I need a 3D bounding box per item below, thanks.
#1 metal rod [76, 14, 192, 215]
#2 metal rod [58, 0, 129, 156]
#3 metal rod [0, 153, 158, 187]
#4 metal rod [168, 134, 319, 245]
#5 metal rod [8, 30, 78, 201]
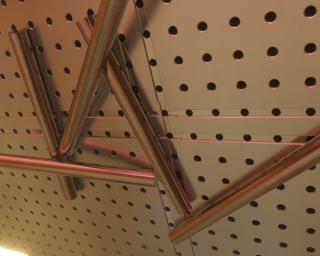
[{"bbox_3d":[-0.027,-0.005,0.420,0.025,0.025,0.299,-14,111,33],"label":"metal rod"},{"bbox_3d":[-0.097,-0.048,0.404,0.025,0.025,0.298,37,137,3],"label":"metal rod"},{"bbox_3d":[-0.150,0.065,0.500,0.301,0.025,0.025,4,121,16],"label":"metal rod"},{"bbox_3d":[0.104,0.094,0.413,0.025,0.025,0.298,42,129,-1],"label":"metal rod"},{"bbox_3d":[-0.181,-0.004,0.501,0.025,0.025,0.298,7,122,24],"label":"metal rod"}]
